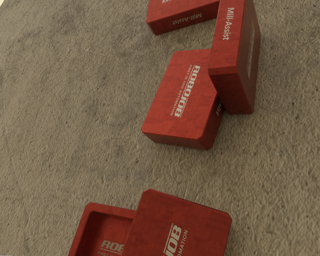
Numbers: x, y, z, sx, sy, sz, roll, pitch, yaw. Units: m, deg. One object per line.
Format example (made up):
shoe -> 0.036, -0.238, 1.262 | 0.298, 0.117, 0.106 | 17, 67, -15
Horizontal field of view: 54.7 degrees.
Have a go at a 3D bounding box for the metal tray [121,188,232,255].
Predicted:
metal tray -> 0.008, 0.134, 0.293 | 0.090, 0.030, 0.130 | 16, 68, 10

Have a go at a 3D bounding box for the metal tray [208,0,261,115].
metal tray -> 0.093, -0.092, 0.369 | 0.030, 0.090, 0.130 | -1, 61, 28

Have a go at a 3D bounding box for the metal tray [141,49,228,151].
metal tray -> 0.040, -0.041, 0.397 | 0.090, 0.030, 0.130 | 7, 66, 38

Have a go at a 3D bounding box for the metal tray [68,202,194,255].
metal tray -> -0.036, 0.137, 0.335 | 0.130, 0.030, 0.090 | 2, 62, 29

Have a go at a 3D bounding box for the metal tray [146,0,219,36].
metal tray -> 0.045, -0.209, 0.505 | 0.130, 0.030, 0.090 | -9, 58, 23
